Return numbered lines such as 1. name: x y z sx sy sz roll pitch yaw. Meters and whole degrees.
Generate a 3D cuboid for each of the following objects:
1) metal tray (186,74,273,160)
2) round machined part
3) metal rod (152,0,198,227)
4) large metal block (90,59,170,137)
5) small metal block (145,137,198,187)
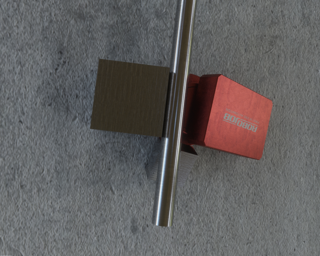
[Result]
1. metal tray: 0.099 -0.011 0.421 0.131 0.030 0.090 16 85 -40
2. round machined part: 0.037 -0.025 0.415 0.099 0.042 0.097 0 90 -20
3. metal rod: 0.020 -0.036 0.373 0.025 0.025 0.298 8 85 -20
4. large metal block: -0.034 -0.033 0.373 0.081 0.050 0.080 7 88 -2
5. small metal block: 0.014 0.045 0.405 0.050 0.025 0.050 17 110 -19
